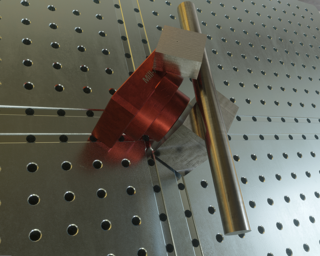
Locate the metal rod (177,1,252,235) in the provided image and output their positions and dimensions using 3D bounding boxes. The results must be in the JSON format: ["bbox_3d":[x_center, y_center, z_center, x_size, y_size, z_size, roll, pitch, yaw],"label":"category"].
[{"bbox_3d":[0.054,-0.034,0.357,0.025,0.025,0.299,7,59,-25],"label":"metal rod"}]

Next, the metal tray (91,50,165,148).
[{"bbox_3d":[-0.025,-0.044,0.381,0.030,0.090,0.130,37,51,-4],"label":"metal tray"}]

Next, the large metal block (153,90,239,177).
[{"bbox_3d":[0.045,0.004,0.393,0.050,0.080,0.080,37,51,-4],"label":"large metal block"}]

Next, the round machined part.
[{"bbox_3d":[0.000,-0.022,0.381,0.042,0.097,0.098,37,51,-5],"label":"round machined part"}]

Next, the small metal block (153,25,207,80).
[{"bbox_3d":[0.023,-0.086,0.349,0.050,0.025,0.050,14,52,2],"label":"small metal block"}]
